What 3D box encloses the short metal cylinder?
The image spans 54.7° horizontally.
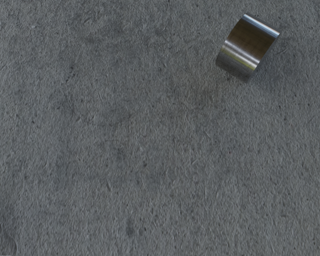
[{"bbox_3d":[0.119,-0.107,0.419,0.050,0.080,0.080,35,74,11],"label":"short metal cylinder"}]
